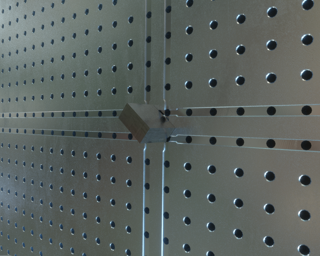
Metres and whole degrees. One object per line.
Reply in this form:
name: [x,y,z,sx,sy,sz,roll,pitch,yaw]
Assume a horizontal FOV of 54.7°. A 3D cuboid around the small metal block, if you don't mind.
small metal block: [-0.017,-0.007,0.405,0.050,0.050,0.025,47,118,29]
